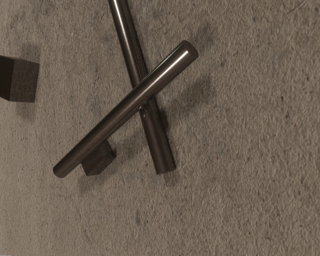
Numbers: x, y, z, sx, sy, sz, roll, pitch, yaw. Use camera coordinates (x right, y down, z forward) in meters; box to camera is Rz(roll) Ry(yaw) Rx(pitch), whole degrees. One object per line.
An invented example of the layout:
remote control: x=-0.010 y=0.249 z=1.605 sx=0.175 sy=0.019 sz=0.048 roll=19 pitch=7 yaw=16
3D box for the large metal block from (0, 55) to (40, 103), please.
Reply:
large metal block: x=-0.292 y=-0.100 z=0.626 sx=0.080 sy=0.050 sz=0.079 roll=20 pitch=102 yaw=38

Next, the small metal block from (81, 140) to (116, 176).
small metal block: x=-0.102 y=0.040 z=0.486 sx=0.050 sy=0.025 sz=0.050 roll=-44 pitch=64 yaw=30

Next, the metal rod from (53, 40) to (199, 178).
metal rod: x=-0.064 y=-0.009 z=0.421 sx=0.299 sy=0.025 sz=0.025 roll=-39 pitch=67 yaw=33

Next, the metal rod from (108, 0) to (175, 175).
metal rod: x=-0.033 y=-0.083 z=0.430 sx=0.025 sy=0.025 sz=0.299 roll=-26 pitch=74 yaw=37
